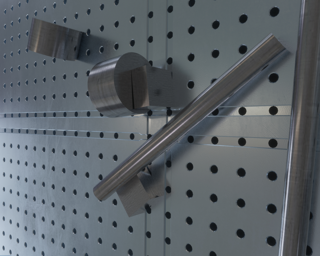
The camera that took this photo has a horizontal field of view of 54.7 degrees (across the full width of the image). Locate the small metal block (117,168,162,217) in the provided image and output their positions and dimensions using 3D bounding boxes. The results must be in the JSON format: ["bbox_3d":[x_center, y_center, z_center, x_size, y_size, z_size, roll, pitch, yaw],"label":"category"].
[{"bbox_3d":[-0.032,0.089,0.436,0.050,0.025,0.050,-46,63,30],"label":"small metal block"}]

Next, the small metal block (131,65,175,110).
[{"bbox_3d":[-0.008,-0.050,0.400,0.025,0.050,0.050,-8,85,40],"label":"small metal block"}]

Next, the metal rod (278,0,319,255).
[{"bbox_3d":[0.136,0.019,0.297,0.025,0.025,0.298,6,94,40],"label":"metal rod"}]

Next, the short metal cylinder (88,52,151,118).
[{"bbox_3d":[-0.048,-0.055,0.413,0.050,0.081,0.080,-6,86,40],"label":"short metal cylinder"}]

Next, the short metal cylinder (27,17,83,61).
[{"bbox_3d":[-0.175,-0.148,0.518,0.080,0.081,0.050,27,107,37],"label":"short metal cylinder"}]

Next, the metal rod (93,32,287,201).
[{"bbox_3d":[0.018,0.002,0.374,0.299,0.025,0.025,-41,65,25],"label":"metal rod"}]
